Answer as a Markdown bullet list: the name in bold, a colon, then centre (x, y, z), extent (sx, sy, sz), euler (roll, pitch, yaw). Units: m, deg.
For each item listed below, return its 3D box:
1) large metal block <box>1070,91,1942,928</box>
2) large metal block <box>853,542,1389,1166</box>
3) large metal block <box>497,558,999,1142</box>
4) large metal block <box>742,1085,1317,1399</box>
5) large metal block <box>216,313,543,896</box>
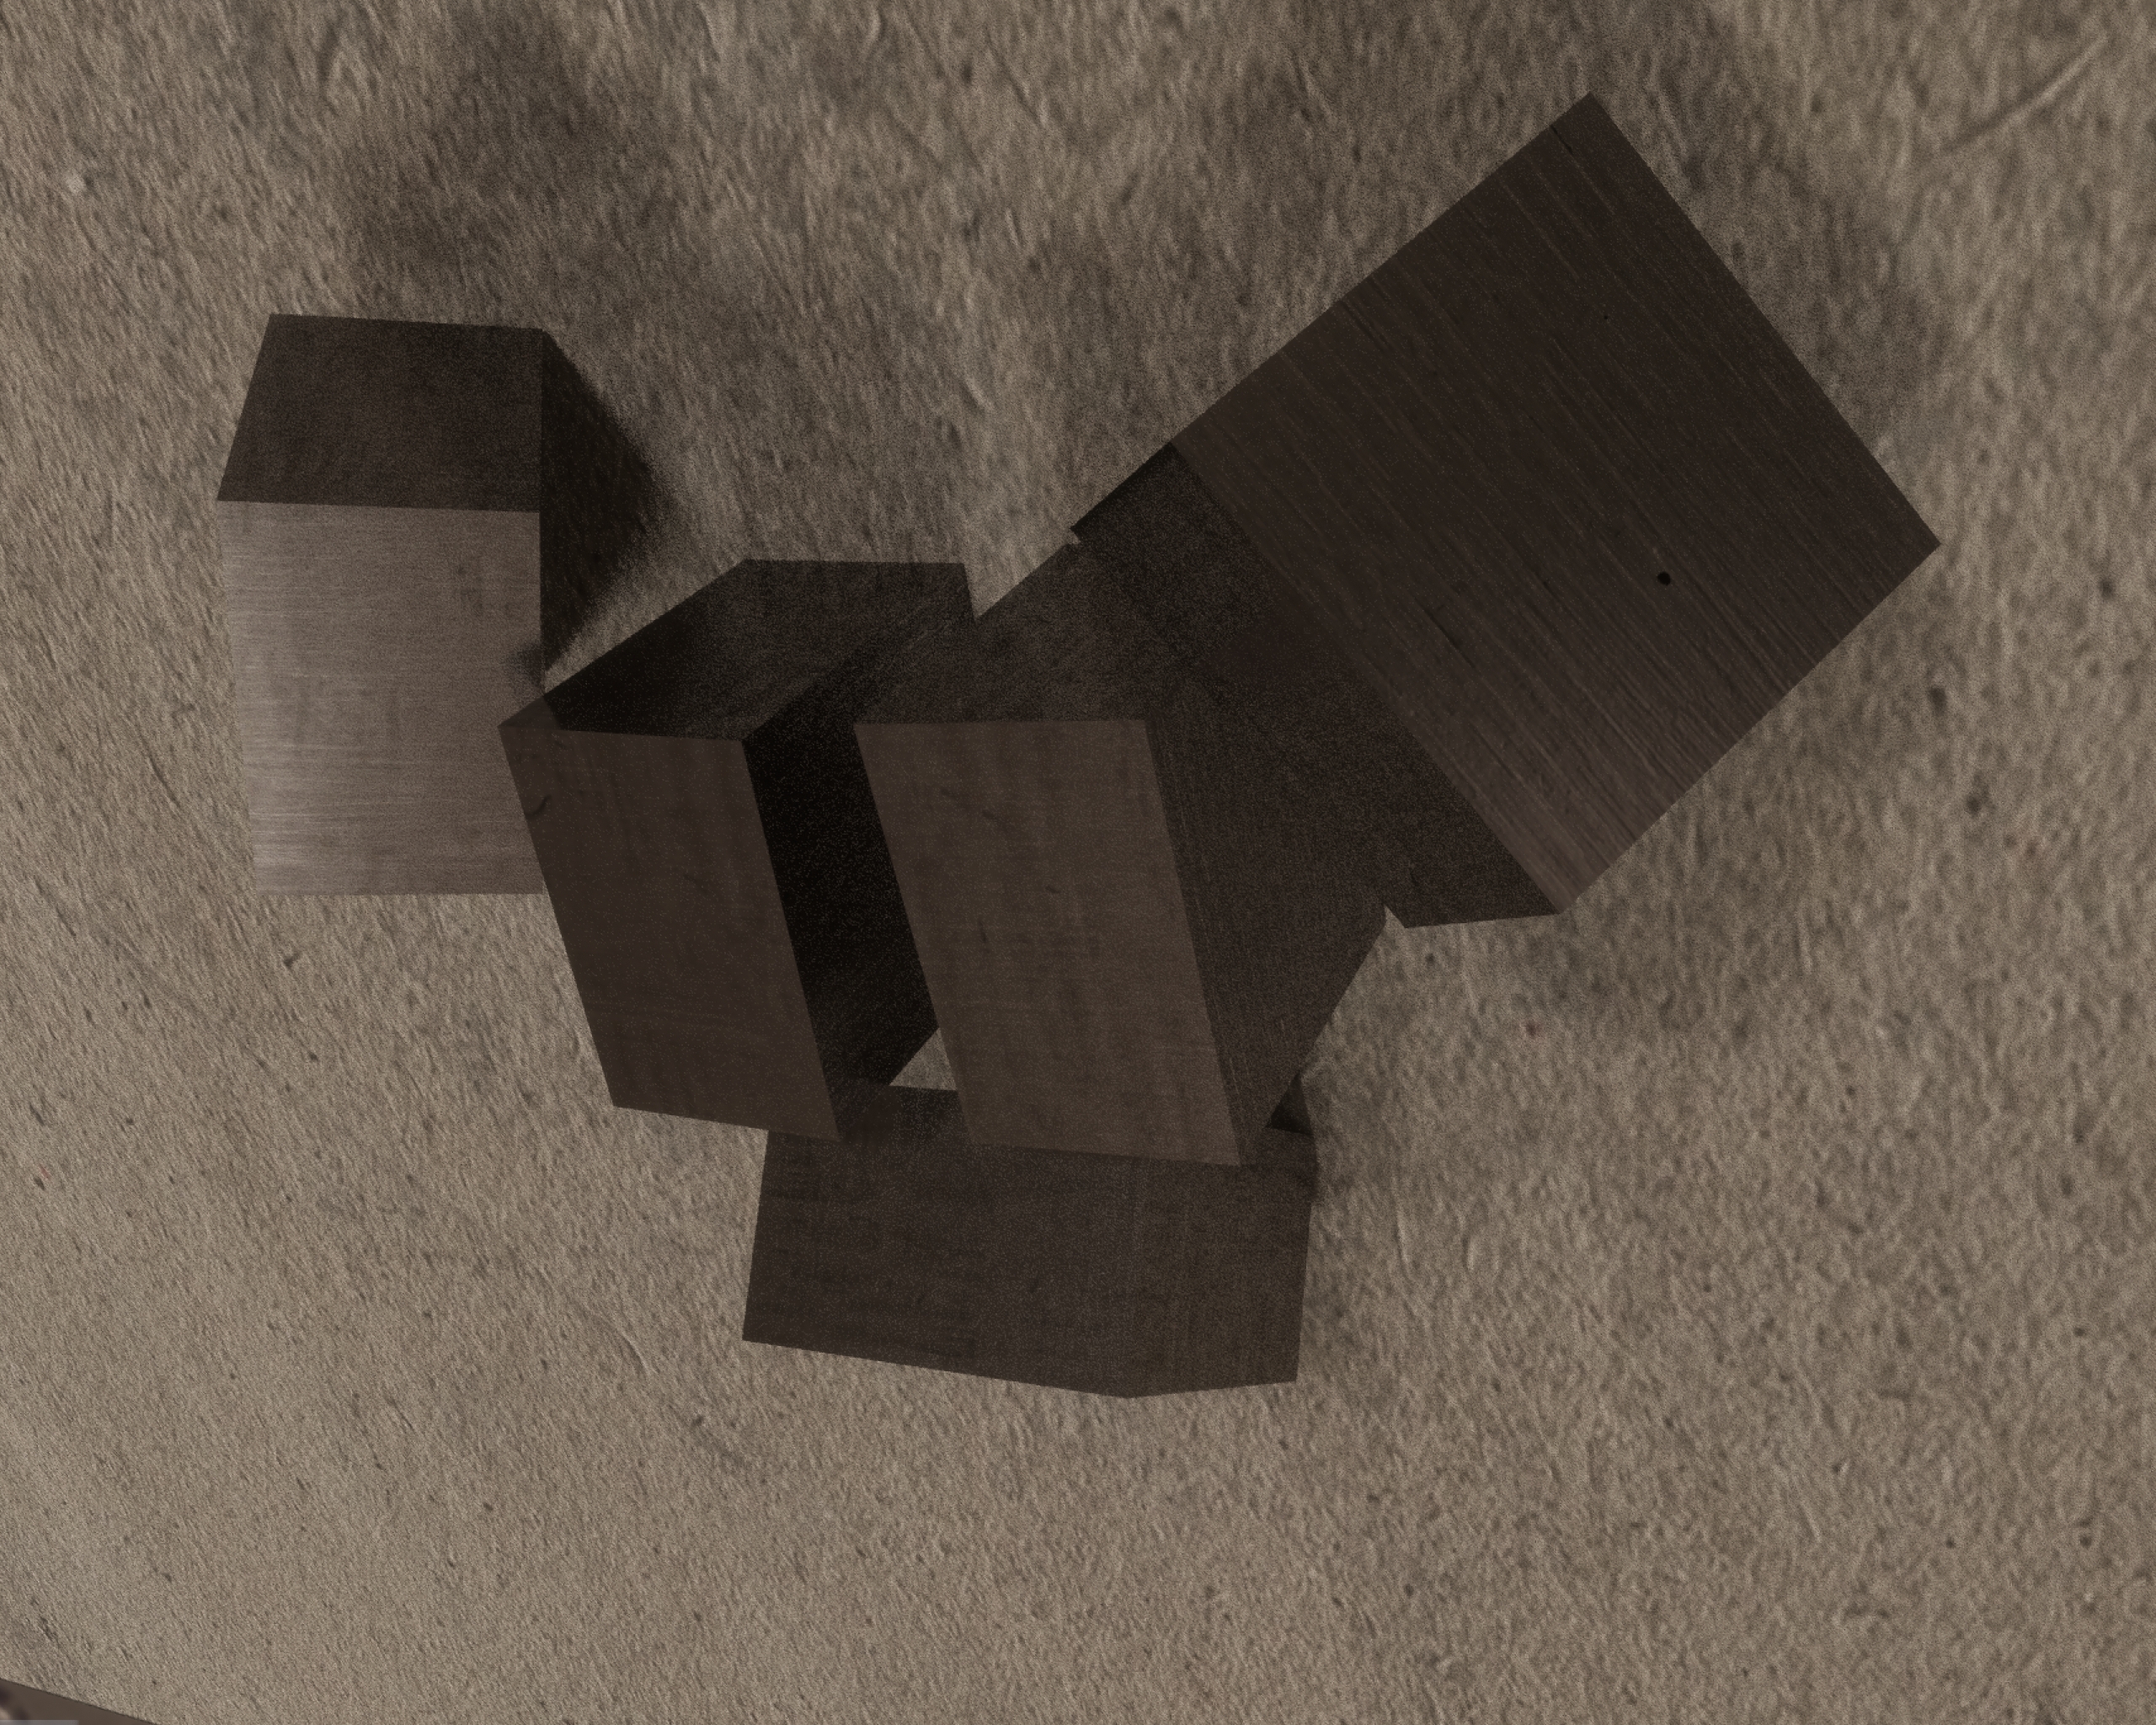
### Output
- **large metal block**: centre (0.060, -0.047, 0.303), extent (0.080, 0.080, 0.050), euler (50, 166, -7)
- **large metal block**: centre (0.012, -0.005, 0.362), extent (0.050, 0.080, 0.079), euler (1, 119, 27)
- **large metal block**: centre (-0.054, -0.006, 0.396), extent (0.050, 0.080, 0.079), euler (5, 121, 25)
- **large metal block**: centre (-0.007, 0.073, 0.412), extent (0.080, 0.080, 0.050), euler (1, 80, 27)
- **large metal block**: centre (-0.128, -0.050, 0.396), extent (0.050, 0.080, 0.079), euler (0, 126, -14)
